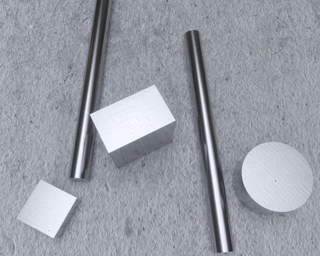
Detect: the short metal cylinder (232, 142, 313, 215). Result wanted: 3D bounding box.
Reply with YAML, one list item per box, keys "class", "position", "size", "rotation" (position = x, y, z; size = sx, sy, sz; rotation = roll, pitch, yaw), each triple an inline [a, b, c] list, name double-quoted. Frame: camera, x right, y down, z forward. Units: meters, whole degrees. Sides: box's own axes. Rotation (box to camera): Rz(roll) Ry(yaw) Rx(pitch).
- class: "short metal cylinder"
  position: [0.133, 0.062, 0.374]
  size: [0.081, 0.050, 0.080]
  rotation: [0, 70, 0]

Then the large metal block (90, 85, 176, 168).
- class: "large metal block"
  position: [-0.030, 0.002, 0.378]
  size: [0.080, 0.080, 0.050]
  rotation: [-26, 73, -9]

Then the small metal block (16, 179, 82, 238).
- class: "small metal block"
  position: [-0.131, 0.097, 0.371]
  size: [0.050, 0.025, 0.050]
  rotation: [25, 72, 8]

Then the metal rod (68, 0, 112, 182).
- class: "metal rod"
  position: [-0.094, -0.076, 0.434]
  size: [0.025, 0.025, 0.299]
  rotation: [3, 70, 1]

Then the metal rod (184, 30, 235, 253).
- class: "metal rod"
  position: [0.061, 0.003, 0.407]
  size: [0.025, 0.025, 0.299]
  rotation: [-5, 70, -2]
